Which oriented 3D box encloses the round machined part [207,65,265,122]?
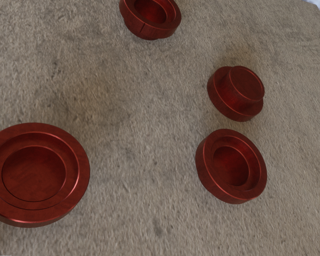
[{"bbox_3d":[0.130,-0.062,0.503,0.099,0.042,0.098,14,56,-21],"label":"round machined part"}]

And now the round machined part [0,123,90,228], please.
[{"bbox_3d":[-0.122,0.047,0.299,0.099,0.042,0.098,14,56,-21],"label":"round machined part"}]

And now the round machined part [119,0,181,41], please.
[{"bbox_3d":[-0.019,-0.179,0.494,0.099,0.042,0.098,14,56,-21],"label":"round machined part"}]

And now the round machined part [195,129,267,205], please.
[{"bbox_3d":[0.089,0.053,0.410,0.099,0.042,0.098,14,56,-21],"label":"round machined part"}]
